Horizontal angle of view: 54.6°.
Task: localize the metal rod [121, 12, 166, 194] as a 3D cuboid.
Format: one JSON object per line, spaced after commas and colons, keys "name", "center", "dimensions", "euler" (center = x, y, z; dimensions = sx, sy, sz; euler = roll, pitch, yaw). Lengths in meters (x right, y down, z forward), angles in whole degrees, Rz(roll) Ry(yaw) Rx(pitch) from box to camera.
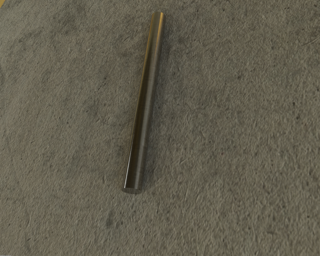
{"name": "metal rod", "center": [-0.018, -0.054, 0.447], "dimensions": [0.025, 0.025, 0.300], "euler": [-7, 58, 24]}
